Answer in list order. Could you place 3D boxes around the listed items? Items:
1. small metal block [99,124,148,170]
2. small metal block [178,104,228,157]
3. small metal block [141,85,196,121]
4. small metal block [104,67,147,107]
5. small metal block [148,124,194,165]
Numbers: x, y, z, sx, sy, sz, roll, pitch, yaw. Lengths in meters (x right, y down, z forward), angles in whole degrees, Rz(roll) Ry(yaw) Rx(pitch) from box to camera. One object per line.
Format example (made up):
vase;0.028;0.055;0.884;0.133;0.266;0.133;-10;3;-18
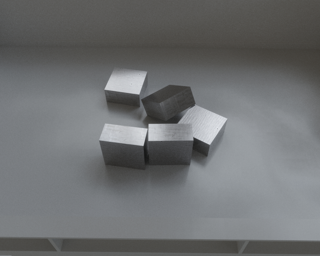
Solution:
small metal block;-0.041;0.023;0.369;0.050;0.050;0.025;7;51;6
small metal block;0.052;0.002;0.404;0.050;0.025;0.050;26;55;20
small metal block;0.011;-0.036;0.420;0.050;0.025;0.050;-30;24;-23
small metal block;-0.048;-0.061;0.456;0.050;0.025;0.050;9;51;7
small metal block;0.012;0.020;0.372;0.050;0.050;0.025;-1;50;-1
